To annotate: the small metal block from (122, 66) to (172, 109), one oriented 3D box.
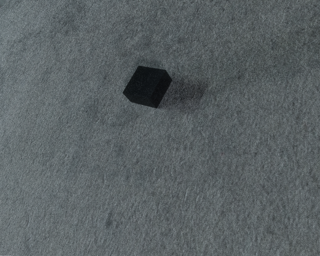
[{"bbox_3d":[-0.018,-0.060,0.452,0.050,0.025,0.050,16,70,34],"label":"small metal block"}]
